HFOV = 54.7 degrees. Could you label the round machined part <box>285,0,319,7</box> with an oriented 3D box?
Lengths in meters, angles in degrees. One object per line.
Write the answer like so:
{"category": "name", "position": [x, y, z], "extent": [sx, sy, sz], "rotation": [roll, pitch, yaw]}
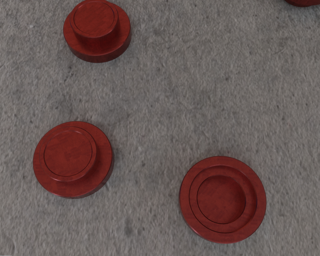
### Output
{"category": "round machined part", "position": [0.228, -0.231, 0.486], "extent": [0.099, 0.042, 0.098], "rotation": [0, 70, -1]}

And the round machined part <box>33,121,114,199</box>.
{"category": "round machined part", "position": [-0.109, 0.036, 0.384], "extent": [0.099, 0.042, 0.098], "rotation": [0, 70, -1]}

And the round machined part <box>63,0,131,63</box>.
{"category": "round machined part", "position": [-0.092, -0.148, 0.452], "extent": [0.099, 0.042, 0.098], "rotation": [0, 70, -1]}

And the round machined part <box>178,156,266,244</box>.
{"category": "round machined part", "position": [0.071, 0.085, 0.369], "extent": [0.099, 0.042, 0.098], "rotation": [0, 70, -1]}
